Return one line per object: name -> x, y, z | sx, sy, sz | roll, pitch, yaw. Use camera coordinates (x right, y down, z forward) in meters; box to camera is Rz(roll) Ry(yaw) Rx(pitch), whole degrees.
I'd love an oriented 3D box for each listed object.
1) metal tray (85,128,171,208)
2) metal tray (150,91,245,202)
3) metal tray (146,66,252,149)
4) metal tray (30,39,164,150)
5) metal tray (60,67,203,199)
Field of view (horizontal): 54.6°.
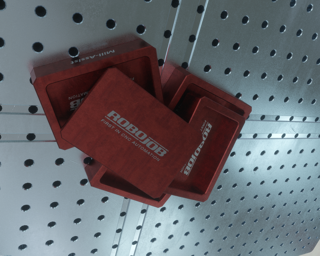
metal tray -> -0.024, 0.054, 0.428 | 0.131, 0.030, 0.090 | 29, 102, -38
metal tray -> 0.050, 0.028, 0.411 | 0.090, 0.030, 0.129 | 22, 95, -36
metal tray -> 0.056, -0.017, 0.426 | 0.131, 0.030, 0.090 | 21, 107, -35
metal tray -> -0.064, -0.038, 0.349 | 0.131, 0.030, 0.090 | -20, 126, -16
metal tray -> -0.029, 0.006, 0.343 | 0.130, 0.030, 0.090 | 37, 90, -17
